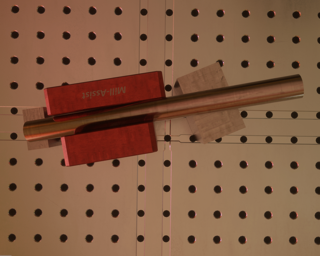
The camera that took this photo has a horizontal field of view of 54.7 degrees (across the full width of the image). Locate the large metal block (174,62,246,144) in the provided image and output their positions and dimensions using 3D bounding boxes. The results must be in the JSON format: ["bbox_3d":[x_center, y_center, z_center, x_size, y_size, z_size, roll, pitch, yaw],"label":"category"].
[{"bbox_3d":[0.057,-0.028,0.386,0.050,0.080,0.080,-23,90,0],"label":"large metal block"}]

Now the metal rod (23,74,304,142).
[{"bbox_3d":[-0.005,-0.019,0.338,0.301,0.025,0.025,-9,90,9],"label":"metal rod"}]

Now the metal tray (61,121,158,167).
[{"bbox_3d":[-0.050,0.015,0.360,0.091,0.130,0.030,-9,91,-1],"label":"metal tray"}]

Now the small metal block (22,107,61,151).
[{"bbox_3d":[-0.150,0.001,0.399,0.025,0.050,0.050,-8,90,0],"label":"small metal block"}]

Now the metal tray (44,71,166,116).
[{"bbox_3d":[-0.061,-0.039,0.379,0.131,0.090,0.030,-9,91,-1],"label":"metal tray"}]
